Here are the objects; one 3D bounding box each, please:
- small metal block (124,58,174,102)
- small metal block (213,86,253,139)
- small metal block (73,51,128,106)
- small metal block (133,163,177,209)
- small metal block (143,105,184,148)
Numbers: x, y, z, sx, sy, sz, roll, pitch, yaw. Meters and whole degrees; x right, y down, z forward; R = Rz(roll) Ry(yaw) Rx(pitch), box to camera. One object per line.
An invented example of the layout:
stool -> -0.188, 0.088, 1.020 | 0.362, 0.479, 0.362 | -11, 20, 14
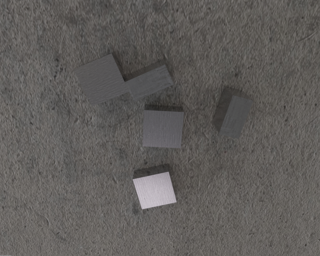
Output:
small metal block -> -0.012, -0.059, 0.374 | 0.050, 0.050, 0.025 | -23, 109, 8
small metal block -> 0.090, -0.021, 0.389 | 0.025, 0.050, 0.050 | 14, 110, -5
small metal block -> -0.071, -0.062, 0.386 | 0.050, 0.025, 0.050 | -21, 109, 7
small metal block -> -0.007, 0.083, 0.440 | 0.050, 0.025, 0.050 | -13, 110, 4
small metal block -> 0.004, -0.002, 0.409 | 0.050, 0.025, 0.050 | 3, 110, -1
